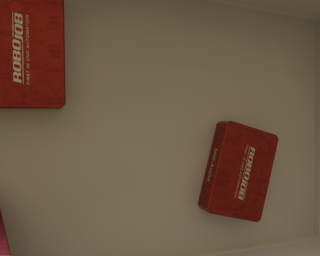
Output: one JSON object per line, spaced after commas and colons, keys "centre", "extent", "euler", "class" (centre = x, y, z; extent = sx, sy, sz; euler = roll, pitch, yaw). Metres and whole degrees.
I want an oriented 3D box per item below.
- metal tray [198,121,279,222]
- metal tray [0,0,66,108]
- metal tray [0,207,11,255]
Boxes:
{"centre": [0.115, 0.063, 0.450], "extent": [0.091, 0.030, 0.129], "euler": [16, 85, -20], "class": "metal tray"}
{"centre": [-0.156, -0.087, 0.350], "extent": [0.091, 0.030, 0.129], "euler": [-1, 90, -20], "class": "metal tray"}
{"centre": [-0.189, 0.122, 0.279], "extent": [0.091, 0.130, 0.030], "euler": [0, 131, -39], "class": "metal tray"}
